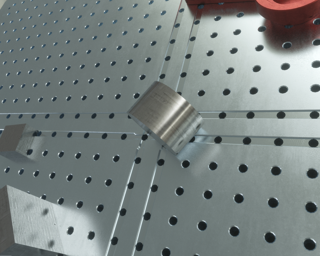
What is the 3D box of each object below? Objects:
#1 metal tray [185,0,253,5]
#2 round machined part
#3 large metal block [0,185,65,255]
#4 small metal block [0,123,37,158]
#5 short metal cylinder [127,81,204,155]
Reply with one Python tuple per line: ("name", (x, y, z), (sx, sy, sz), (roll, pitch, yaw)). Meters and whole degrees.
("metal tray", (0.108, -0.245, 0.498), (0.130, 0.030, 0.090), (11, 67, 33))
("round machined part", (0.178, -0.176, 0.412), (0.098, 0.042, 0.098), (-13, 56, 21))
("large metal block", (-0.174, 0.129, 0.385), (0.050, 0.080, 0.080), (-36, 51, 4))
("small metal block", (-0.243, 0.022, 0.523), (0.050, 0.025, 0.050), (-5, 60, 26))
("short metal cylinder", (0.006, -0.011, 0.377), (0.050, 0.080, 0.080), (-49, 51, -6))
